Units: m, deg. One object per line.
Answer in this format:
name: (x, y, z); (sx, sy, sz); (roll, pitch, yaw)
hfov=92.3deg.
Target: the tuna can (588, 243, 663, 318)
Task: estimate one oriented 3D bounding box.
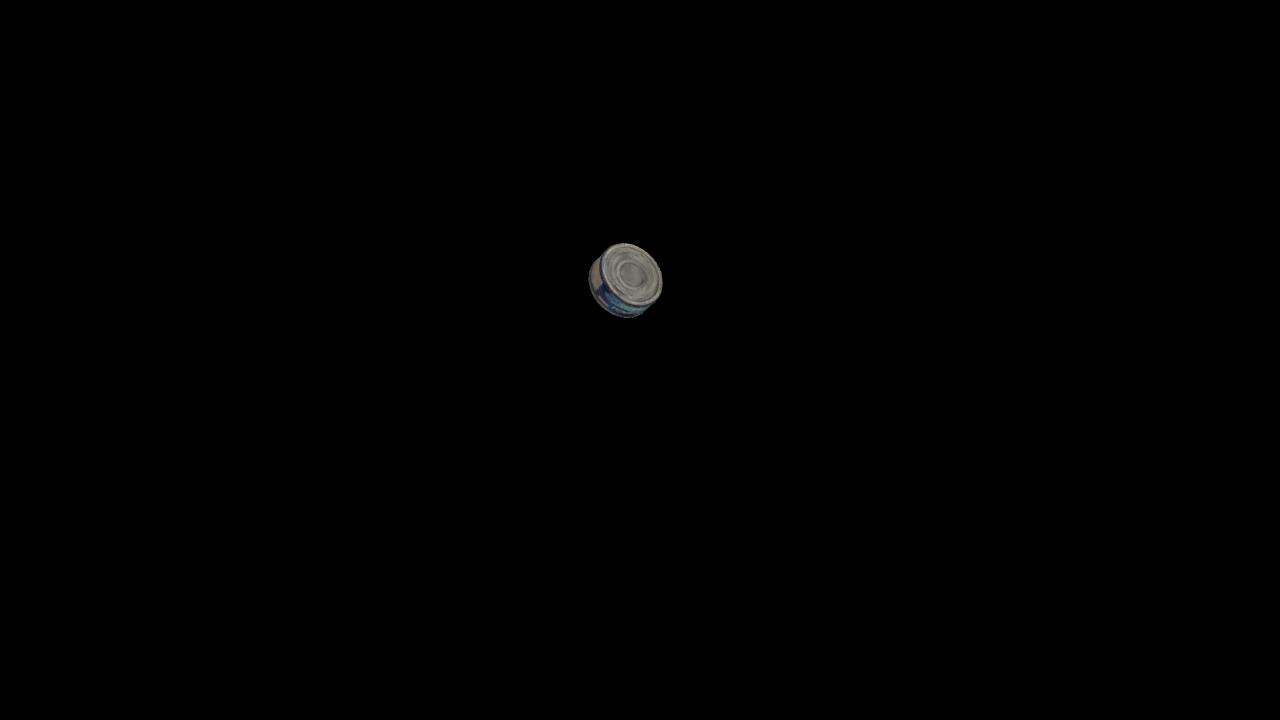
tuna can: (-0.015, -0.094, 0.720); (0.084, 0.084, 0.034); (0, -20, -31)
